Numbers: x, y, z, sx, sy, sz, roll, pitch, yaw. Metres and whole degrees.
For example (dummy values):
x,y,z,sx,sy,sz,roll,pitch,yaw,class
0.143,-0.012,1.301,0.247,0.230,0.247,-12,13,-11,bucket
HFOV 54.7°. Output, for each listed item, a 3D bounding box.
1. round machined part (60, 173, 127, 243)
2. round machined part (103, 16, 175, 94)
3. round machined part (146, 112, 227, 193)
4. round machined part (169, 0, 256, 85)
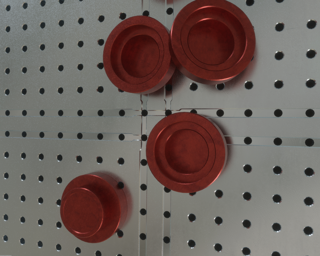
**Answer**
x,y,z,sx,sy,sz,roll,pitch,yaw,class
-0.100,0.115,0.437,0.098,0.042,0.097,0,90,19,round machined part
-0.022,-0.093,0.408,0.098,0.042,0.097,0,90,23,round machined part
0.035,0.029,0.390,0.098,0.042,0.097,0,90,19,round machined part
0.059,-0.099,0.369,0.099,0.042,0.097,1,84,-7,round machined part
